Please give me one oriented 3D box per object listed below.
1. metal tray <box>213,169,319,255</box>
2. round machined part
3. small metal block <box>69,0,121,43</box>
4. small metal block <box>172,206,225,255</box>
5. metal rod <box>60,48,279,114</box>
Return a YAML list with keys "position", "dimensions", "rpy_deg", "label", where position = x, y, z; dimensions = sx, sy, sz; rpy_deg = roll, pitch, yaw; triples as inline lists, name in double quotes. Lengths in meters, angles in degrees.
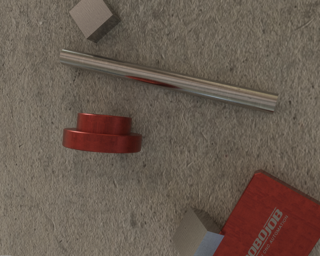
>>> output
- position: [0.123, 0.126, 0.363]
  dimensions: [0.090, 0.030, 0.129]
  rpy_deg: [30, 99, 17]
  label: "metal tray"
- position: [-0.071, 0.004, 0.394]
  dimensions: [0.098, 0.098, 0.042]
  rpy_deg: [6, 92, 19]
  label: "round machined part"
- position: [-0.092, -0.159, 0.440]
  dimensions: [0.050, 0.025, 0.050]
  rpy_deg: [-37, 79, 16]
  label: "small metal block"
- position: [0.045, 0.133, 0.377]
  dimensions: [0.025, 0.050, 0.050]
  rpy_deg: [23, 100, -25]
  label: "small metal block"
- position: [-0.002, -0.066, 0.408]
  dimensions: [0.301, 0.025, 0.025]
  rpy_deg: [16, 95, 18]
  label: "metal rod"
